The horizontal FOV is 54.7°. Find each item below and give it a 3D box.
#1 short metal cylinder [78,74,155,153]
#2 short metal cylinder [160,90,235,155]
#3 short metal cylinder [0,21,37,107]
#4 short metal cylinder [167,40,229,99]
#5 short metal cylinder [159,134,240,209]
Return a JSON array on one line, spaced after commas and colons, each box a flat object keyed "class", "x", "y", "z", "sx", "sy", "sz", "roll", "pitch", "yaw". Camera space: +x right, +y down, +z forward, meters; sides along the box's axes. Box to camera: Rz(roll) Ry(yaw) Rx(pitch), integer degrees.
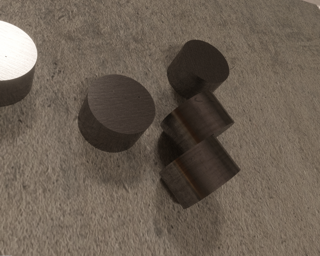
[{"class": "short metal cylinder", "x": -0.052, "y": -0.017, "z": 0.371, "sx": 0.081, "sy": 0.050, "sz": 0.080, "roll": 14, "pitch": 56, "yaw": -21}, {"class": "short metal cylinder", "x": 0.048, "y": -0.004, "z": 0.399, "sx": 0.081, "sy": 0.080, "sz": 0.050, "roll": -25, "pitch": 76, "yaw": -37}, {"class": "short metal cylinder", "x": -0.179, "y": -0.069, "z": 0.334, "sx": 0.081, "sy": 0.050, "sz": 0.080, "roll": 14, "pitch": 56, "yaw": -21}, {"class": "short metal cylinder", "x": 0.058, "y": -0.087, "z": 0.474, "sx": 0.081, "sy": 0.050, "sz": 0.080, "roll": 14, "pitch": 56, "yaw": -21}, {"class": "short metal cylinder", "x": 0.046, "y": 0.051, "z": 0.364, "sx": 0.081, "sy": 0.080, "sz": 0.050, "roll": -27, "pitch": 77, "yaw": -37}]
